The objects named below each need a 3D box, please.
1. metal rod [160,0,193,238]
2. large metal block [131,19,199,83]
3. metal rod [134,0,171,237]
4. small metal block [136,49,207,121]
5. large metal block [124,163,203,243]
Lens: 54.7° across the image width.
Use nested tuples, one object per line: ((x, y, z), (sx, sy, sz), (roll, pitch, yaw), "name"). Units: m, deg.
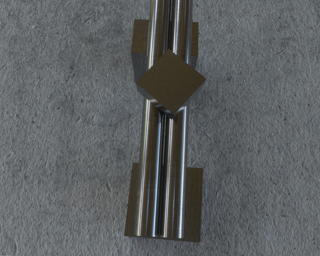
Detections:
((0.021, -0.036, 0.345), (0.025, 0.025, 0.299), (3, 77, 1), "metal rod")
((0.007, -0.098, 0.416), (0.080, 0.080, 0.050), (3, 70, 1), "large metal block")
((-0.005, -0.037, 0.346), (0.025, 0.025, 0.299), (3, 77, 1), "metal rod")
((0.011, -0.045, 0.322), (0.050, 0.025, 0.050), (41, 80, 7), "small metal block")
((0.006, 0.088, 0.363), (0.080, 0.050, 0.080), (5, 70, 1), "large metal block")
